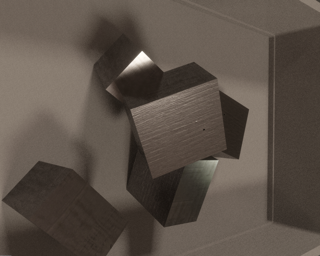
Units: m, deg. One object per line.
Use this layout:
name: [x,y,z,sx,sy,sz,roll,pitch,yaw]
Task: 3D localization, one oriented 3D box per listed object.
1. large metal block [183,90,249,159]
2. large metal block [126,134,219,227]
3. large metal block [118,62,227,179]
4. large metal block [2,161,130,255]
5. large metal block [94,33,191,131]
large metal block: [0.082,-0.004,0.461,0.080,0.050,0.080,24,75,-38]
large metal block: [0.011,0.057,0.367,0.050,0.080,0.079,5,108,-40]
large metal block: [0.014,-0.009,0.304,0.081,0.050,0.080,-21,123,-9]
large metal block: [-0.090,0.080,0.296,0.080,0.080,0.050,52,60,-28]
large metal block: [-0.021,-0.051,0.346,0.050,0.080,0.080,-46,124,7]
